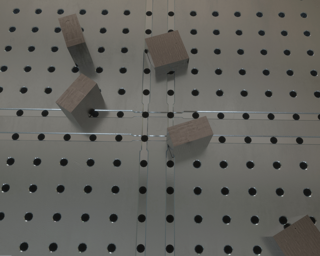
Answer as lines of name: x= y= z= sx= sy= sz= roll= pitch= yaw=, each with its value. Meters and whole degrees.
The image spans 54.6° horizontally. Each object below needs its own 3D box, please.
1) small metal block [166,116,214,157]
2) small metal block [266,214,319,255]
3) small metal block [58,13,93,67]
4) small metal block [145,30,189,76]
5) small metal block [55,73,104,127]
small metal block: x=0.036 y=0.012 z=0.394 sx=0.050 sy=0.050 sz=0.025 roll=-17 pitch=71 yaw=-6
small metal block: x=0.163 y=0.137 z=0.363 sx=0.050 sy=0.025 sz=0.050 roll=-28 pitch=72 yaw=-10
small metal block: x=-0.120 y=-0.124 z=0.443 sx=0.025 sy=0.050 sz=0.050 roll=-19 pitch=71 yaw=-7
small metal block: x=0.010 y=-0.109 z=0.452 sx=0.050 sy=0.025 sz=0.050 roll=-17 pitch=71 yaw=-6
small metal block: x=-0.105 y=-0.036 z=0.411 sx=0.025 sy=0.050 sz=0.050 roll=34 pitch=74 yaw=11
